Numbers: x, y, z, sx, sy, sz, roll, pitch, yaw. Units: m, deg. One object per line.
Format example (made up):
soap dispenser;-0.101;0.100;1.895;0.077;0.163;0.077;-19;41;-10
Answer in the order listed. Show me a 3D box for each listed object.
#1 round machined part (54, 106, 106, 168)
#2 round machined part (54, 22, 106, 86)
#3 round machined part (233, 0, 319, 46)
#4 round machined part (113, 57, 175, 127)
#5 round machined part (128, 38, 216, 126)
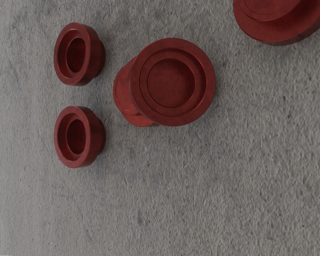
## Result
round machined part;-0.125;0.014;0.497;0.098;0.042;0.097;0;90;40
round machined part;-0.125;-0.115;0.498;0.098;0.042;0.097;0;90;40
round machined part;0.115;-0.132;0.299;0.098;0.042;0.097;0;90;40
round machined part;-0.025;-0.050;0.415;0.098;0.042;0.097;0;90;40
round machined part;0.011;-0.051;0.361;0.042;0.099;0.097;-169;81;-78
